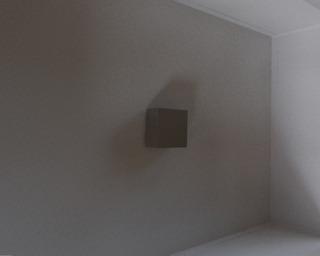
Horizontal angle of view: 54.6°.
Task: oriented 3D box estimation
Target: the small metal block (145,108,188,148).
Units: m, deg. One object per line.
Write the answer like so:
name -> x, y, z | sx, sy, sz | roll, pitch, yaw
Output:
small metal block -> 0.009, 0.000, 0.408 | 0.050, 0.025, 0.050 | 2, 89, -40
